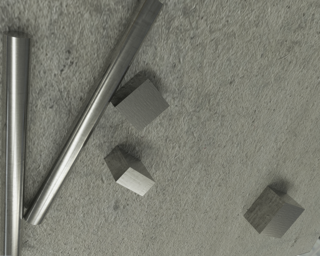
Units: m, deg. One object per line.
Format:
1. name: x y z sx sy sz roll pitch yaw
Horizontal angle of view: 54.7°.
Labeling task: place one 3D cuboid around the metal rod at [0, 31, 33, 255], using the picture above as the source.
1. metal rod: -0.163 0.045 0.346 0.025 0.025 0.298 0 119 -29

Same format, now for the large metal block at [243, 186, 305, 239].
1. large metal block: 0.231 0.172 0.627 0.080 0.050 0.080 24 105 -37

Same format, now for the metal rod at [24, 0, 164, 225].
1. metal rod: -0.083 -0.010 0.356 0.025 0.025 0.299 22 107 -37

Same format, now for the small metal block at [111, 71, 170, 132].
1. small metal block: -0.025 -0.031 0.375 0.050 0.025 0.050 -41 130 0

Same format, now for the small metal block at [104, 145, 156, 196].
1. small metal block: -0.040 0.056 0.405 0.025 0.050 0.050 -47 130 5
